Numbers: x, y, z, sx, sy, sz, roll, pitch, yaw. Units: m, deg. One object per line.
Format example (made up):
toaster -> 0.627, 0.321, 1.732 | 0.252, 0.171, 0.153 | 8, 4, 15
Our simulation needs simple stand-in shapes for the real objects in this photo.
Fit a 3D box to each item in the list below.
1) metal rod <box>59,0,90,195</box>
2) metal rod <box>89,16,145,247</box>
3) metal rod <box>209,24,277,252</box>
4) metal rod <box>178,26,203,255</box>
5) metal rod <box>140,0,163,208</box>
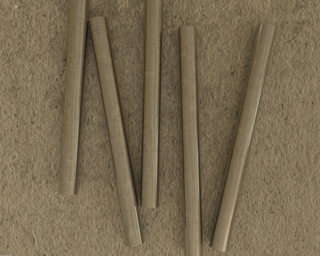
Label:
metal rod -> -0.112, -0.063, 0.408 | 0.025, 0.025, 0.298 | 4, 90, 0
metal rod -> -0.057, 0.005, 0.409 | 0.025, 0.025, 0.298 | -9, 90, 0
metal rod -> 0.110, 0.013, 0.410 | 0.025, 0.025, 0.298 | 12, 90, 0
metal rod -> 0.040, 0.018, 0.410 | 0.025, 0.025, 0.298 | -2, 90, 0
metal rod -> -0.011, -0.046, 0.409 | 0.025, 0.025, 0.298 | 1, 90, 0
